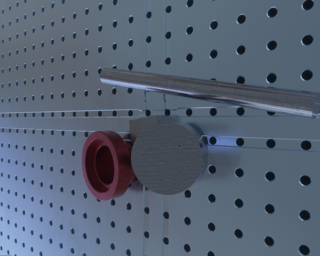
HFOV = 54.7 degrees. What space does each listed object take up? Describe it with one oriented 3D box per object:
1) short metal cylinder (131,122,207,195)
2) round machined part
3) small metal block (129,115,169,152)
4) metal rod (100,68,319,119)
[{"bbox_3d":[0.013,0.033,0.362,0.080,0.050,0.079,0,91,14],"label":"short metal cylinder"},{"bbox_3d":[-0.070,0.052,0.448,0.098,0.042,0.097,4,95,47],"label":"round machined part"},{"bbox_3d":[-0.013,0.011,0.418,0.050,0.025,0.050,-9,84,39],"label":"small metal block"},{"bbox_3d":[0.032,-0.050,0.381,0.300,0.025,0.025,15,99,38],"label":"metal rod"}]
